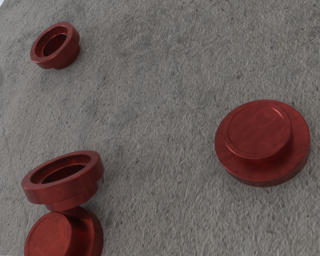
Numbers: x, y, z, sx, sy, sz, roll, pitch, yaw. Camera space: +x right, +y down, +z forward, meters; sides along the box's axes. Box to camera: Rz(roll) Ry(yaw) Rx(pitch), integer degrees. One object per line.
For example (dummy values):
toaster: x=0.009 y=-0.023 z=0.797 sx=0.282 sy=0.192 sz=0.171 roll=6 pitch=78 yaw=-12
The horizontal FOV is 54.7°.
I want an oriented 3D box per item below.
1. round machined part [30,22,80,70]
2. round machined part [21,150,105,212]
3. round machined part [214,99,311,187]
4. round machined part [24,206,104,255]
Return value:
round machined part: x=-0.192 y=-0.150 z=0.586 sx=0.098 sy=0.042 sz=0.098 roll=-13 pitch=56 yaw=21
round machined part: x=-0.118 y=0.069 z=0.392 sx=0.098 sy=0.042 sz=0.098 roll=-13 pitch=18 yaw=5
round machined part: x=0.106 y=0.010 z=0.331 sx=0.098 sy=0.042 sz=0.098 roll=-13 pitch=56 yaw=21
round machined part: x=-0.121 y=0.139 z=0.371 sx=0.098 sy=0.042 sz=0.098 roll=-13 pitch=56 yaw=21
